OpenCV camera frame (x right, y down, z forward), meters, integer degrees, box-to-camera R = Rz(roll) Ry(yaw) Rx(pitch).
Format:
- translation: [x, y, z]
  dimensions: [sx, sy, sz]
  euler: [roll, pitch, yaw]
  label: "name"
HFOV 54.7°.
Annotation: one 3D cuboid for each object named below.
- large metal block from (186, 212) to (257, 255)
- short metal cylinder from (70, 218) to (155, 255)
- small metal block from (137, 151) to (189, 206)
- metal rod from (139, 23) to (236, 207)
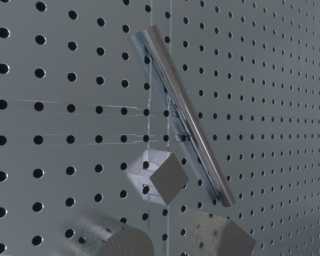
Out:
- translation: [0.093, 0.188, 0.472]
  dimensions: [0.080, 0.050, 0.080]
  euler: [44, 64, -31]
  label: "large metal block"
- translation: [-0.053, 0.147, 0.349]
  dimensions: [0.081, 0.050, 0.079]
  euler: [0, 90, -40]
  label: "short metal cylinder"
- translation: [0.006, 0.067, 0.414]
  dimensions: [0.050, 0.025, 0.050]
  euler: [-44, 117, -31]
  label: "small metal block"
- translation: [0.048, -0.004, 0.449]
  dimensions: [0.025, 0.025, 0.299]
  euler: [-41, 115, -32]
  label: "metal rod"
